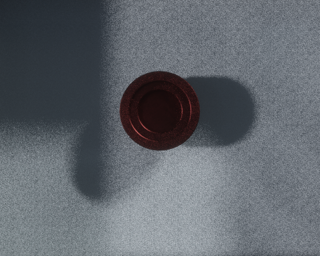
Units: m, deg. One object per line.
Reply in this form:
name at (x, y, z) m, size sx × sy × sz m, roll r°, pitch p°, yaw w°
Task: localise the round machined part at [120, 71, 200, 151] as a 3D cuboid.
round machined part at (0.000, -0.021, 0.400) m, size 0.099 × 0.042 × 0.097 m, roll 0°, pitch 90°, yaw 0°
